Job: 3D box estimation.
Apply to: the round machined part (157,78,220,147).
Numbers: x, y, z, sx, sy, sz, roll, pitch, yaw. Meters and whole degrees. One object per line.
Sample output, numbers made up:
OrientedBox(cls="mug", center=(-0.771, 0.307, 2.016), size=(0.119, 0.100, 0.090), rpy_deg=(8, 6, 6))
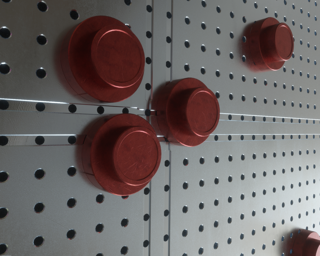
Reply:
OrientedBox(cls="round machined part", center=(0.047, -0.022, 0.436), size=(0.099, 0.042, 0.097), rpy_deg=(0, 90, -40))

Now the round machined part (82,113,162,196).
OrientedBox(cls="round machined part", center=(-0.037, 0.031, 0.366), size=(0.099, 0.042, 0.097), rpy_deg=(0, 90, -40))

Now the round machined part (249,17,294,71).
OrientedBox(cls="round machined part", center=(0.211, -0.156, 0.573), size=(0.099, 0.042, 0.097), rpy_deg=(0, 90, -40))

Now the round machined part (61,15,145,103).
OrientedBox(cls="round machined part", center=(-0.056, -0.077, 0.350), size=(0.099, 0.042, 0.097), rpy_deg=(0, 90, -40))

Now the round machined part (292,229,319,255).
OrientedBox(cls="round machined part", center=(0.332, 0.276, 0.675), size=(0.099, 0.042, 0.097), rpy_deg=(0, 90, -40))
